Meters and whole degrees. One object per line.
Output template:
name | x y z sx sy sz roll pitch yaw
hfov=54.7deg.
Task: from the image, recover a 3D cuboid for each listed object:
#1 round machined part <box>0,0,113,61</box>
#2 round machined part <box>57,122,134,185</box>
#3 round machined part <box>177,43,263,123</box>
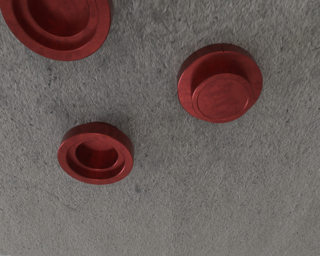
round machined part | -0.094 -0.117 0.295 0.099 0.042 0.097 0 130 0
round machined part | -0.084 0.030 0.421 0.099 0.042 0.097 0 130 0
round machined part | 0.070 -0.044 0.359 0.099 0.042 0.097 0 130 0
